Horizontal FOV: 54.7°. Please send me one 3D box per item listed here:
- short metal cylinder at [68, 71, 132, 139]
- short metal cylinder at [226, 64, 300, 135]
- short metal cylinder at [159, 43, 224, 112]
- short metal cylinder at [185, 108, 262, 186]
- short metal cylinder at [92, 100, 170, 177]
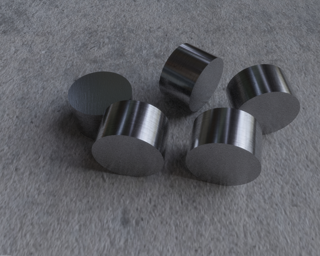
[{"bbox_3d":[-0.076,-0.030,0.411,0.081,0.050,0.080,0,50,0],"label":"short metal cylinder"},{"bbox_3d":[0.130,-0.035,0.399,0.081,0.080,0.050,-3,50,-3],"label":"short metal cylinder"},{"bbox_3d":[0.044,-0.069,0.426,0.050,0.080,0.080,32,57,24],"label":"short metal cylinder"},{"bbox_3d":[0.073,0.023,0.350,0.080,0.080,0.050,10,51,8],"label":"short metal cylinder"},{"bbox_3d":[-0.032,0.014,0.356,0.080,0.080,0.050,7,51,5],"label":"short metal cylinder"}]
